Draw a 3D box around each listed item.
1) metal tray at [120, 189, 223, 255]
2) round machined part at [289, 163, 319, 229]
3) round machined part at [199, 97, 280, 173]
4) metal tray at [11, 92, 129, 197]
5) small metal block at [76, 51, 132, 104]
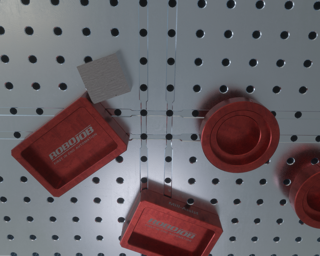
[{"bbox_3d":[0.016,0.156,0.468,0.131,0.030,0.089,22,109,-8],"label":"metal tray"},{"bbox_3d":[0.232,0.090,0.439,0.099,0.042,0.097,0,110,0],"label":"round machined part"},{"bbox_3d":[0.101,0.006,0.407,0.099,0.042,0.097,0,110,0],"label":"round machined part"},{"bbox_3d":[-0.119,0.024,0.418,0.130,0.030,0.090,-35,107,12],"label":"metal tray"},{"bbox_3d":[-0.068,-0.064,0.389,0.050,0.025,0.050,-18,109,6],"label":"small metal block"}]
